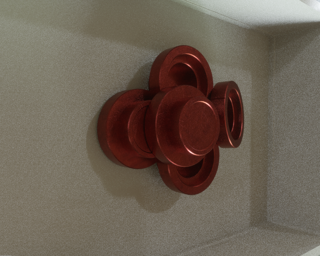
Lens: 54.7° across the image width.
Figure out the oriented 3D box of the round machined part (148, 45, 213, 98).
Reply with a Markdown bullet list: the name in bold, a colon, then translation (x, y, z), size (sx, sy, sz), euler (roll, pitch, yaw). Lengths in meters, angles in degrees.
- **round machined part**: translation (0.024, -0.058, 0.415), size (0.099, 0.042, 0.097), euler (0, 90, -40)

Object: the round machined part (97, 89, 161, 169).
- **round machined part**: translation (-0.022, 0.001, 0.374), size (0.099, 0.042, 0.097), euler (0, 90, -40)

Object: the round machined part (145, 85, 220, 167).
- **round machined part**: translation (0.034, -0.003, 0.367), size (0.099, 0.042, 0.097), euler (0, 90, -40)

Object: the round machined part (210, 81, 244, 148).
- **round machined part**: translation (0.091, -0.019, 0.458), size (0.098, 0.042, 0.097), euler (9, 80, -60)

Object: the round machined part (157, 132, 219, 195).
- **round machined part**: translation (0.034, 0.039, 0.424), size (0.099, 0.042, 0.097), euler (0, 90, -40)
